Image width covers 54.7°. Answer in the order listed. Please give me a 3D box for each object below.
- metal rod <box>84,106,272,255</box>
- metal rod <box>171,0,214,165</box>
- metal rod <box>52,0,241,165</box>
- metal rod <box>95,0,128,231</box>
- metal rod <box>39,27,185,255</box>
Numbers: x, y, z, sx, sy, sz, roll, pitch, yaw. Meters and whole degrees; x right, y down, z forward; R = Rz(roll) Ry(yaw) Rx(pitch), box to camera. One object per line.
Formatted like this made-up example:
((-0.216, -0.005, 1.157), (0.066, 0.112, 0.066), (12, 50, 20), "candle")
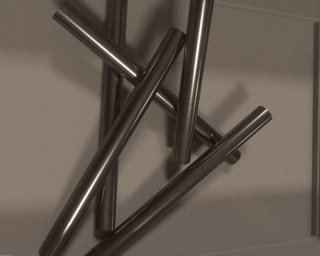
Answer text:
((0.028, 0.074, 0.401), (0.301, 0.025, 0.025), (-39, 103, -8), "metal rod")
((0.040, -0.092, 0.345), (0.025, 0.025, 0.298), (-5, 117, -20), "metal rod")
((0.000, -0.042, 0.392), (0.301, 0.025, 0.025), (38, 78, -24), "metal rod")
((-0.061, -0.025, 0.388), (0.025, 0.025, 0.298), (3, 89, -20), "metal rod")
((-0.054, 0.020, 0.359), (0.025, 0.025, 0.299), (30, 92, -18), "metal rod")
